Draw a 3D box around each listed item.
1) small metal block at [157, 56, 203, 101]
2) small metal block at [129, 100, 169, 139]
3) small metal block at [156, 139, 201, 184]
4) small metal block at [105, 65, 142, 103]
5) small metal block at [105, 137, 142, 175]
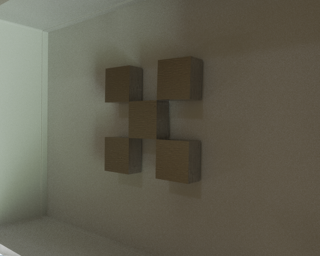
[{"bbox_3d":[0.024,-0.060,0.384,0.050,0.025,0.050,3,92,40],"label":"small metal block"},{"bbox_3d":[-0.015,-0.011,0.417,0.050,0.025,0.050,1,91,40],"label":"small metal block"},{"bbox_3d":[0.022,0.040,0.386,0.050,0.025,0.050,2,91,40],"label":"small metal block"},{"bbox_3d":[-0.053,-0.062,0.448,0.050,0.025,0.050,2,92,40],"label":"small metal block"},{"bbox_3d":[-0.054,0.038,0.449,0.050,0.025,0.050,1,91,40],"label":"small metal block"}]
